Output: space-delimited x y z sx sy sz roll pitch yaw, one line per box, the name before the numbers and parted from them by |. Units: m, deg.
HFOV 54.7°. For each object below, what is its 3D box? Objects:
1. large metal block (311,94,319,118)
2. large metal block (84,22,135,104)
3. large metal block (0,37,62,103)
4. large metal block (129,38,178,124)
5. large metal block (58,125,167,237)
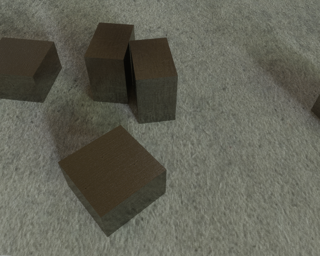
large metal block | 0.269 -0.024 0.411 0.081 0.050 0.080 -17 52 -14
large metal block | -0.066 -0.092 0.444 0.050 0.080 0.080 5 50 4
large metal block | -0.203 -0.087 0.457 0.080 0.050 0.080 6 50 4
large metal block | -0.010 -0.064 0.421 0.050 0.080 0.080 -7 51 -6
large metal block | -0.050 0.055 0.340 0.080 0.050 0.080 -33 58 -25
